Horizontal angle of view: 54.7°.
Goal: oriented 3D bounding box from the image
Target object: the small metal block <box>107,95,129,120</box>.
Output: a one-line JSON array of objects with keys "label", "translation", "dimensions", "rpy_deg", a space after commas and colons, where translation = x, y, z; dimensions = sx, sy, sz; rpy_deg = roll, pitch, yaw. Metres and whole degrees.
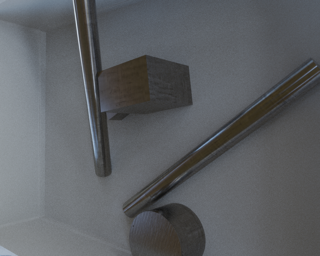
[{"label": "small metal block", "translation": [-0.058, -0.045, 0.453], "dimensions": [0.050, 0.025, 0.050], "rpy_deg": [-34, 70, 34]}]

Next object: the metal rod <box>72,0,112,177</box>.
[{"label": "metal rod", "translation": [-0.086, -0.057, 0.398], "dimensions": [0.025, 0.025, 0.298], "rpy_deg": [28, 132, 36]}]

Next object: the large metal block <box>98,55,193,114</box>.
[{"label": "large metal block", "translation": [-0.018, -0.049, 0.384], "dimensions": [0.080, 0.081, 0.050], "rpy_deg": [-9, 84, 39]}]

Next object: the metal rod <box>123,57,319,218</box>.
[{"label": "metal rod", "translation": [0.052, 0.030, 0.362], "dimensions": [0.299, 0.025, 0.025], "rpy_deg": [-42, 65, 31]}]

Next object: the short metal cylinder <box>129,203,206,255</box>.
[{"label": "short metal cylinder", "translation": [0.008, 0.138, 0.382], "dimensions": [0.080, 0.050, 0.079], "rpy_deg": [0, 90, 39]}]
